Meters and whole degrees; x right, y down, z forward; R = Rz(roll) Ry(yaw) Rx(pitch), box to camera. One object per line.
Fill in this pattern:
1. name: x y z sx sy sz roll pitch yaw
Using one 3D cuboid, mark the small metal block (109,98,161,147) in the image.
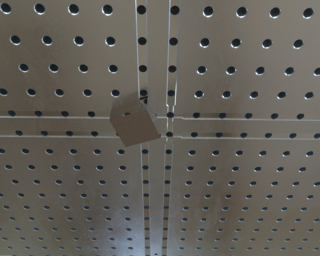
1. small metal block: -0.031 -0.006 0.406 0.050 0.025 0.050 -15 129 12
